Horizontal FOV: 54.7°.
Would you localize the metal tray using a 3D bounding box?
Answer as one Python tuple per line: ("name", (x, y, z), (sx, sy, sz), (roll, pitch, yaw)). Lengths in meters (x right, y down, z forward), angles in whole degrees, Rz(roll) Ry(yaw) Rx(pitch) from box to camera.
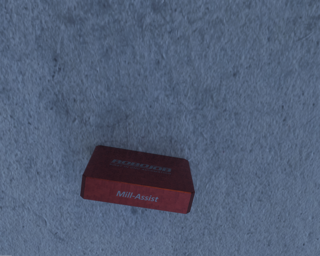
("metal tray", (-0.026, 0.063, 0.397), (0.131, 0.090, 0.030), (10, 110, -4))
